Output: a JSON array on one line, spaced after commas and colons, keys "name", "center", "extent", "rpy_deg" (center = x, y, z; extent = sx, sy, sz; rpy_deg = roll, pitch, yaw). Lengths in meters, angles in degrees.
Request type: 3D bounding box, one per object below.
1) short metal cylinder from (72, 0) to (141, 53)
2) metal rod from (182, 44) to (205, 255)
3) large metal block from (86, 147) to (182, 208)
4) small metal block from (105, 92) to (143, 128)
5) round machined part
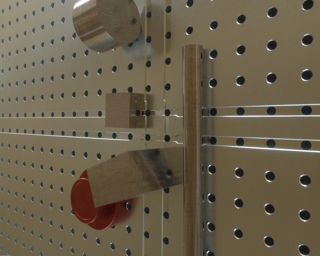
[{"name": "short metal cylinder", "center": [-0.073, -0.151, 0.431], "extent": [0.050, 0.081, 0.080], "rpy_deg": [-7, 86, 39]}, {"name": "metal rod", "center": [0.041, 0.051, 0.374], "extent": [0.025, 0.025, 0.298], "rpy_deg": [-1, 90, 39]}, {"name": "large metal block", "center": [-0.033, 0.063, 0.399], "extent": [0.080, 0.081, 0.050], "rpy_deg": [-25, 75, 37]}, {"name": "small metal block", "center": [-0.053, -0.025, 0.451], "extent": [0.050, 0.025, 0.050], "rpy_deg": [3, 92, 39]}, {"name": "round machined part", "center": [-0.101, 0.109, 0.479], "extent": [0.098, 0.042, 0.097], "rpy_deg": [0, 90, 39]}]
